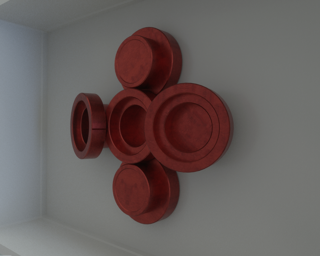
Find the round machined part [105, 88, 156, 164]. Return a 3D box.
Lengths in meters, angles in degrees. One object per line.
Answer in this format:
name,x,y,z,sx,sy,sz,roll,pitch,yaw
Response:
round machined part,-0.027,-0.003,0.415,0.098,0.042,0.097,0,90,40

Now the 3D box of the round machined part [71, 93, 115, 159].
round machined part,-0.099,-0.003,0.465,0.098,0.042,0.097,0,89,57

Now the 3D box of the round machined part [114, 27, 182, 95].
round machined part,-0.023,-0.085,0.412,0.098,0.042,0.097,0,90,40

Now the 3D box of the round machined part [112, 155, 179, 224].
round machined part,-0.026,0.080,0.415,0.098,0.042,0.097,0,90,40

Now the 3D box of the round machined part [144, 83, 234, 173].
round machined part,0.035,0.000,0.354,0.098,0.042,0.097,0,90,23
